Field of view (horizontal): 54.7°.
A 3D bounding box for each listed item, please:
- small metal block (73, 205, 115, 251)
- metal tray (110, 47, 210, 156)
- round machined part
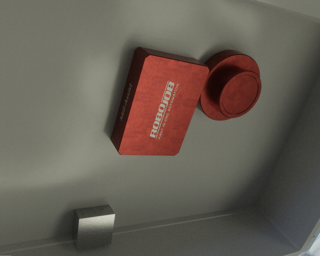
[{"bbox_3d":[-0.095,0.140,0.440,0.050,0.025,0.050,0,108,-29],"label":"small metal block"},{"bbox_3d":[-0.002,-0.028,0.389,0.091,0.030,0.129,4,116,-31],"label":"metal tray"},{"bbox_3d":[0.097,-0.053,0.420,0.099,0.042,0.097,-14,125,-21],"label":"round machined part"}]
